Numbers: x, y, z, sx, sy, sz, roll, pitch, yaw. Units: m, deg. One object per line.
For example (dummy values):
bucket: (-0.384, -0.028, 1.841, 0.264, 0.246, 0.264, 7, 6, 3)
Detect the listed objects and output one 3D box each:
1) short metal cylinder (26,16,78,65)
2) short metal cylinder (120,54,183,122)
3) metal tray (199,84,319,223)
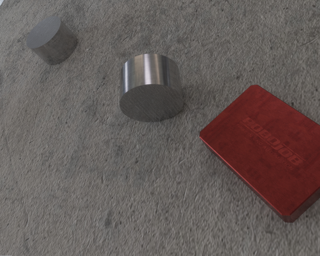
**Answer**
short metal cylinder: (-0.209, -0.169, 0.601, 0.080, 0.050, 0.080, -13, 56, 21)
short metal cylinder: (-0.012, -0.050, 0.406, 0.080, 0.080, 0.050, -17, 55, 19)
metal tray: (0.116, 0.021, 0.327, 0.090, 0.030, 0.130, -42, 51, -1)
